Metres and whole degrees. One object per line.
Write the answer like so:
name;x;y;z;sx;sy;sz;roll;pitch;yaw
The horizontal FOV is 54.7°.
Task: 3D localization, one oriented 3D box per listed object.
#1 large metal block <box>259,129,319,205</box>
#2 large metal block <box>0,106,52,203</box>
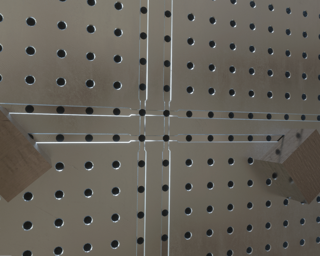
large metal block;0.218;0.057;0.482;0.080;0.050;0.080;-40;103;-16
large metal block;-0.161;0.023;0.324;0.050;0.080;0.080;-41;104;-15
